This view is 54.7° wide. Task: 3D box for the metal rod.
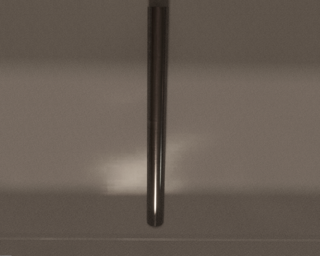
[{"bbox_3d":[-0.005,-0.001,0.410,0.025,0.025,0.298,1,110,-1],"label":"metal rod"}]
